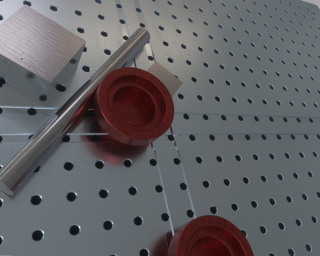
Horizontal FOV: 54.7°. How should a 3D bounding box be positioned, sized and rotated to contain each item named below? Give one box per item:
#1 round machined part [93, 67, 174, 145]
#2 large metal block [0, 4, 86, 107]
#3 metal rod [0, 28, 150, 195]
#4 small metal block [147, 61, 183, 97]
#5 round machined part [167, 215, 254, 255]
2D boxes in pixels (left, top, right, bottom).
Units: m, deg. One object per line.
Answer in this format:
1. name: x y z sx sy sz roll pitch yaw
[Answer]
1. round machined part: -0.035 -0.024 0.389 0.099 0.042 0.098 12 63 -23
2. large metal block: -0.147 -0.085 0.365 0.080 0.050 0.080 31 52 -9
3. metal rod: -0.088 -0.044 0.387 0.025 0.025 0.301 36 51 -5
4. small metal block: -0.003 -0.060 0.443 0.050 0.025 0.050 39 51 -2
5. round machined part: 0.051 0.148 0.334 0.099 0.042 0.098 14 56 -21
